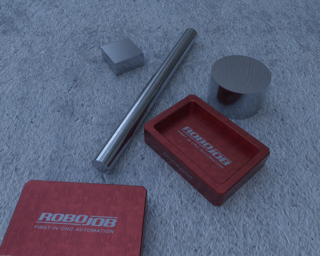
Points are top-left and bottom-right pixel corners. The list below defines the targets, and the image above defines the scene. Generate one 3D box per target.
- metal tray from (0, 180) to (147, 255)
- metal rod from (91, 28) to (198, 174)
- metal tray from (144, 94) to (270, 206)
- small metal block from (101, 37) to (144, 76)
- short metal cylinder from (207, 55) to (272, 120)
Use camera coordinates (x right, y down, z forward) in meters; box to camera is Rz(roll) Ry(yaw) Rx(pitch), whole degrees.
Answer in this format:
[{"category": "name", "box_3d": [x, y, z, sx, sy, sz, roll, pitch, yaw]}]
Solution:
[{"category": "metal tray", "box_3d": [-0.081, 0.102, 0.313, 0.131, 0.030, 0.090, 3, 50, 2]}, {"category": "metal rod", "box_3d": [-0.008, -0.059, 0.452, 0.025, 0.025, 0.301, 19, 52, 15]}, {"category": "metal tray", "box_3d": [0.054, 0.021, 0.382, 0.091, 0.030, 0.130, -34, 58, -26]}, {"category": "small metal block", "box_3d": [-0.060, -0.116, 0.500, 0.050, 0.025, 0.050, -25, 55, -20]}, {"category": "short metal cylinder", "box_3d": [0.110, -0.058, 0.437, 0.081, 0.050, 0.080, 0, 50, 0]}]
